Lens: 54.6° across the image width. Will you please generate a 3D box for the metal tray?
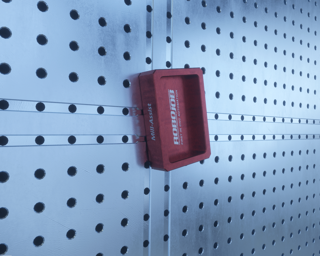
[{"bbox_3d":[0.023,-0.015,0.424,0.091,0.030,0.129,-11,97,-39],"label":"metal tray"}]
